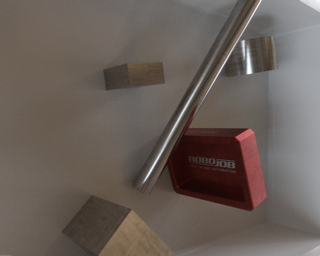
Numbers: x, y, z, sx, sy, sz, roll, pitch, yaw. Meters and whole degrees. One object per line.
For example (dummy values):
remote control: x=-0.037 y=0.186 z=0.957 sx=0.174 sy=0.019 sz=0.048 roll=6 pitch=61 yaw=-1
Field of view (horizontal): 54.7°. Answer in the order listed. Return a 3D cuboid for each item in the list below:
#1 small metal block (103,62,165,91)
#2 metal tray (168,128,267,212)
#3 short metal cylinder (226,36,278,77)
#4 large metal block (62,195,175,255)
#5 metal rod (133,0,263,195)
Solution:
small metal block: x=-0.031 y=-0.061 z=0.366 sx=0.050 sy=0.050 sz=0.025 roll=-12 pitch=98 yaw=-40
metal tray: x=0.063 y=0.047 z=0.393 sx=0.030 sy=0.130 sz=0.089 roll=-25 pitch=106 yaw=-38
short metal cylinder: x=0.144 y=-0.113 z=0.494 sx=0.081 sy=0.080 sz=0.050 roll=-16 pitch=101 yaw=-39
large metal block: x=-0.045 y=0.124 z=0.335 sx=0.050 sy=0.080 sz=0.080 roll=-52 pitch=121 yaw=-27
metal rod: x=0.050 y=-0.052 z=0.374 sx=0.025 sy=0.025 sz=0.299 roll=24 pitch=99 yaw=-38
